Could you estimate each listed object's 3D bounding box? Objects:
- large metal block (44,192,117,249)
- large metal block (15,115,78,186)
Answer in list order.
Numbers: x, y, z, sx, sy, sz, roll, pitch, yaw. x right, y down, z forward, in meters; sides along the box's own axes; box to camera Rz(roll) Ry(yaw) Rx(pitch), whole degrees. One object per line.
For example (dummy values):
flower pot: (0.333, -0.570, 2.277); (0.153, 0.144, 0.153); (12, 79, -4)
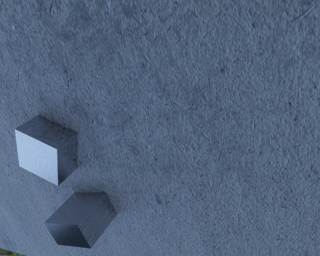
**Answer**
large metal block: (-0.136, 0.158, 0.541); (0.080, 0.080, 0.050); (-8, 114, 32)
large metal block: (-0.185, 0.036, 0.511); (0.080, 0.050, 0.079); (23, 127, 14)
